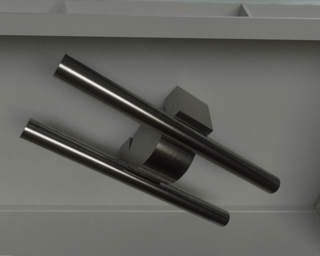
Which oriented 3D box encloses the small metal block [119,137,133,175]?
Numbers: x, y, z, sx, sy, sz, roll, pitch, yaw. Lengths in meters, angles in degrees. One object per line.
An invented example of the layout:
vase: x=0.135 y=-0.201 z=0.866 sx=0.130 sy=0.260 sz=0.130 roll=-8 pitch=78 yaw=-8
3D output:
small metal block: x=-0.029 y=0.048 z=0.431 sx=0.050 sy=0.050 sz=0.025 roll=30 pitch=124 yaw=-23

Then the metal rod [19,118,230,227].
metal rod: x=-0.027 y=0.067 z=0.400 sx=0.301 sy=0.025 sz=0.025 roll=29 pitch=124 yaw=-23

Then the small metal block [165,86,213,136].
small metal block: x=0.034 y=-0.017 z=0.376 sx=0.050 sy=0.050 sz=0.025 roll=30 pitch=124 yaw=-23

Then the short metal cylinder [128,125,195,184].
short metal cylinder: x=0.002 y=0.025 z=0.392 sx=0.050 sy=0.080 sz=0.080 roll=30 pitch=124 yaw=-23

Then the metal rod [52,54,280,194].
metal rod: x=0.027 y=0.008 z=0.349 sx=0.301 sy=0.025 sz=0.025 roll=29 pitch=124 yaw=-23
